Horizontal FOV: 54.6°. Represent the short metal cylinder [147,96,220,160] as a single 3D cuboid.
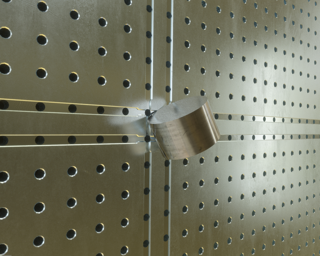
[{"bbox_3d":[0.031,-0.002,0.397,0.080,0.080,0.050,-35,111,-34],"label":"short metal cylinder"}]
